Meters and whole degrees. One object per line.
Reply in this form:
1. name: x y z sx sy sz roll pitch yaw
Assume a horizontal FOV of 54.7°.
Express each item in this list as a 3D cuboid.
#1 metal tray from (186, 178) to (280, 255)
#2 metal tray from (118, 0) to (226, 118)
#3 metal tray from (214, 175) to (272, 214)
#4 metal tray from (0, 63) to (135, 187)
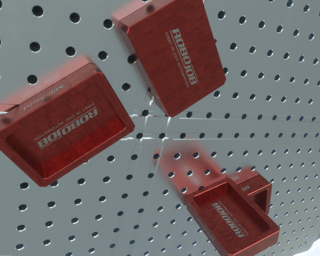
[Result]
1. metal tray: 0.111 0.143 0.495 0.091 0.130 0.030 -20 126 -17
2. metal tray: 0.020 -0.086 0.367 0.090 0.030 0.130 -34 129 -7
3. metal tray: 0.147 0.151 0.584 0.131 0.030 0.089 -20 127 -17
4. metal tray: -0.105 -0.001 0.350 0.131 0.030 0.090 -33 129 -7
